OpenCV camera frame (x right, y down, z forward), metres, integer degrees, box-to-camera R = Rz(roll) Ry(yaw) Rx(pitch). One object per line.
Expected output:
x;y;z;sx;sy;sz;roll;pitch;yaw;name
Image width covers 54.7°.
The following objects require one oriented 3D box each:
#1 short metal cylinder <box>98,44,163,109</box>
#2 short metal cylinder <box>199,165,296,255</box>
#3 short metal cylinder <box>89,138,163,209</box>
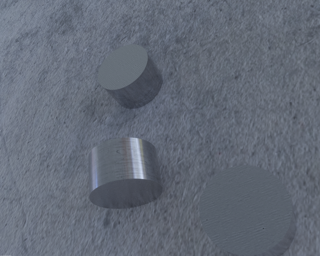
-0.043;-0.075;0.455;0.080;0.050;0.080;-13;56;20;short metal cylinder
0.084;0.082;0.293;0.080;0.050;0.080;-13;56;20;short metal cylinder
-0.040;0.054;0.355;0.080;0.080;0.050;-21;54;15;short metal cylinder
